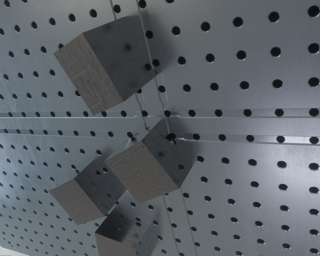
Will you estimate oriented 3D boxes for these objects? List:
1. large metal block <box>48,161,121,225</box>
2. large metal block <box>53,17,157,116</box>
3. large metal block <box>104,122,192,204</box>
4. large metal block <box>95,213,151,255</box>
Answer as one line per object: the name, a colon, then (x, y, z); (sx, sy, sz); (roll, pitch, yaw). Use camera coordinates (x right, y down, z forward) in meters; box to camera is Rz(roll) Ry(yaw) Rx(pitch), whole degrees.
large metal block: (-0.130, 0.113, 0.535); (0.080, 0.050, 0.080); (-27, 104, 37)
large metal block: (-0.060, -0.073, 0.363); (0.050, 0.080, 0.080); (-20, 108, 36)
large metal block: (-0.016, 0.051, 0.436); (0.080, 0.050, 0.080); (-30, 102, 38)
large metal block: (-0.065, 0.211, 0.560); (0.080, 0.050, 0.080); (12, 124, 22)
